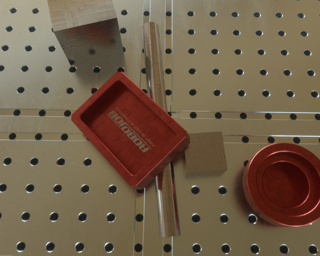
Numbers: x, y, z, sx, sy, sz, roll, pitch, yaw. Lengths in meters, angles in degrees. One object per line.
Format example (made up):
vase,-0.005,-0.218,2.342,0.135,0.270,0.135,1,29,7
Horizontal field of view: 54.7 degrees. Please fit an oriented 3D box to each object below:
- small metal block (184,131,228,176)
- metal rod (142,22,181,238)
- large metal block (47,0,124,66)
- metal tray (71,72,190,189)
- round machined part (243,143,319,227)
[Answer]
small metal block,0.056,0.033,0.400,0.050,0.025,0.050,-4,70,-2
metal rod,-0.001,-0.012,0.416,0.025,0.025,0.299,-5,70,-2
large metal block,-0.100,-0.138,0.432,0.081,0.080,0.050,-15,71,-6
metal tray,-0.038,0.001,0.389,0.090,0.030,0.130,-45,68,-4
round machined part,0.150,0.070,0.379,0.099,0.042,0.098,0,70,-1
